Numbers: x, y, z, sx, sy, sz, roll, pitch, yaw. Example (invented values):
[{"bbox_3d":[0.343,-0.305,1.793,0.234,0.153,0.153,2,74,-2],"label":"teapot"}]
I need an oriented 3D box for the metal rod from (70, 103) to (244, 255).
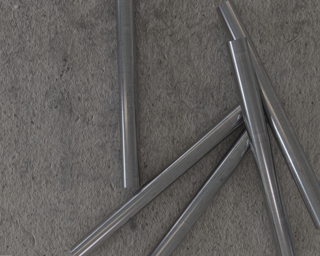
[{"bbox_3d":[0.004,0.069,0.409,0.300,0.025,0.025,-41,90,0],"label":"metal rod"}]

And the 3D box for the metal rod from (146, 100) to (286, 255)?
[{"bbox_3d":[0.064,0.082,0.410,0.025,0.025,0.300,37,90,0],"label":"metal rod"}]

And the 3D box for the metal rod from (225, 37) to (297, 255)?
[{"bbox_3d":[0.130,0.038,0.389,0.025,0.025,0.298,-16,99,0],"label":"metal rod"}]

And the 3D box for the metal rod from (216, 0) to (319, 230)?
[{"bbox_3d":[0.140,-0.023,0.385,0.025,0.025,0.299,-22,81,0],"label":"metal rod"}]

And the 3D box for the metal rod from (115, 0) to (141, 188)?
[{"bbox_3d":[-0.043,-0.073,0.409,0.025,0.025,0.298,-2,90,0],"label":"metal rod"}]
